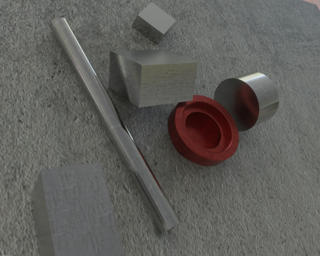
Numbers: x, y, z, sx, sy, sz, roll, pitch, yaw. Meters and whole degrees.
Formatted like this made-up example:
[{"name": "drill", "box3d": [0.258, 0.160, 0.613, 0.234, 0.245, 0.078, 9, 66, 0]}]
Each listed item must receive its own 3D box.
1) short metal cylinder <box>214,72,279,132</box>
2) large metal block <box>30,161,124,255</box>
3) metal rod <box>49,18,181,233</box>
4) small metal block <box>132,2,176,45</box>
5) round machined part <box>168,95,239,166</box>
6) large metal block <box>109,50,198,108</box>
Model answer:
[{"name": "short metal cylinder", "box3d": [0.128, -0.040, 0.464, 0.050, 0.080, 0.080, -21, 73, -36]}, {"name": "large metal block", "box3d": [-0.078, 0.085, 0.275, 0.050, 0.080, 0.080, -5, 65, -31]}, {"name": "metal rod", "box3d": [-0.062, -0.014, 0.380, 0.025, 0.025, 0.299, -21, 73, -36]}, {"name": "small metal block", "box3d": [-0.009, -0.171, 0.505, 0.050, 0.025, 0.050, 36, 51, -5]}, {"name": "round machined part", "box3d": [0.054, 0.007, 0.420, 0.099, 0.042, 0.098, 14, 56, -21]}, {"name": "large metal block", "box3d": [-0.011, -0.067, 0.399, 0.081, 0.050, 0.080, -10, 28, -33]}]
